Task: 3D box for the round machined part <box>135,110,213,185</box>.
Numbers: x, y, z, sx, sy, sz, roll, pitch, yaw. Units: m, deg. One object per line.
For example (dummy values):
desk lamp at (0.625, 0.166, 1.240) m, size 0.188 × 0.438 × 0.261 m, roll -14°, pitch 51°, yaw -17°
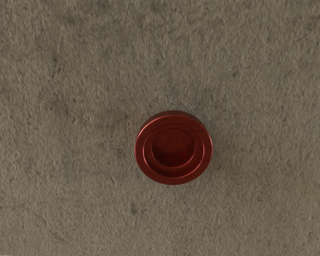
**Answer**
round machined part at (0.017, 0.023, 0.409) m, size 0.099 × 0.042 × 0.097 m, roll 0°, pitch 110°, yaw -1°
